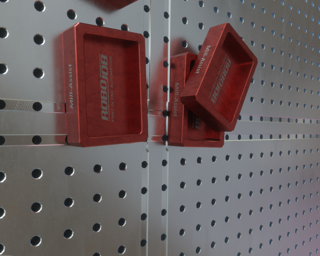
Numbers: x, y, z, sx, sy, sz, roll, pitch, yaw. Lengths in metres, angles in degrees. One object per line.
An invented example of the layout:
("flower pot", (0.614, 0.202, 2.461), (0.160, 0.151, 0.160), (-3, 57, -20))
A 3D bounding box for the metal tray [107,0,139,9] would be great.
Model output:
("metal tray", (-0.057, -0.220, 0.359), (0.091, 0.030, 0.129), (18, 79, -39))

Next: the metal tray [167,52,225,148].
("metal tray", (0.057, -0.037, 0.455), (0.091, 0.030, 0.129), (5, 87, -40))

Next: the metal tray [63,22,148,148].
("metal tray", (-0.060, -0.046, 0.356), (0.091, 0.030, 0.129), (-3, 92, -40))

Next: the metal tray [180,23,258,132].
("metal tray", (0.088, -0.071, 0.442), (0.090, 0.030, 0.130), (37, 67, -34))
